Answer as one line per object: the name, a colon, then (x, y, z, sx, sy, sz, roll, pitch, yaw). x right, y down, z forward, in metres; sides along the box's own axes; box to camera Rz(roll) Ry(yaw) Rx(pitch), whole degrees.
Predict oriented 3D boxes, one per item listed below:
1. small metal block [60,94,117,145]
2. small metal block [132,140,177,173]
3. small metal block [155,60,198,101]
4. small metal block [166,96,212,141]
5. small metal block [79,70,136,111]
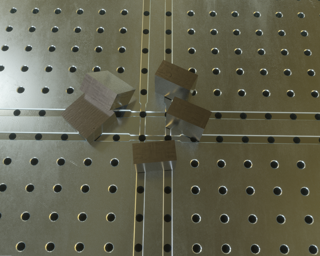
small metal block: (-0.095, -0.015, 0.416, 0.050, 0.025, 0.050, 42, 75, 13)
small metal block: (-0.007, 0.036, 0.385, 0.050, 0.050, 0.025, -5, 70, -2)
small metal block: (0.021, -0.060, 0.421, 0.050, 0.050, 0.025, 26, 72, 8)
small metal block: (0.036, -0.011, 0.403, 0.050, 0.050, 0.025, 24, 72, 8)
small metal block: (-0.069, -0.052, 0.414, 0.050, 0.050, 0.025, 35, 114, 11)
